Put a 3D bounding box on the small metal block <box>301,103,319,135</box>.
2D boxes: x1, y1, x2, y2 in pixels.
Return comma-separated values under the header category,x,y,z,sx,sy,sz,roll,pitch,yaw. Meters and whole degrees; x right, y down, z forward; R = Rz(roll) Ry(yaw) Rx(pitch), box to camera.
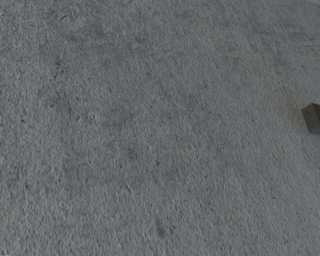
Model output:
category,x,y,z,sx,sy,sz,roll,pitch,yaw
small metal block,0.296,-0.015,0.572,0.050,0.025,0.050,9,58,-23
